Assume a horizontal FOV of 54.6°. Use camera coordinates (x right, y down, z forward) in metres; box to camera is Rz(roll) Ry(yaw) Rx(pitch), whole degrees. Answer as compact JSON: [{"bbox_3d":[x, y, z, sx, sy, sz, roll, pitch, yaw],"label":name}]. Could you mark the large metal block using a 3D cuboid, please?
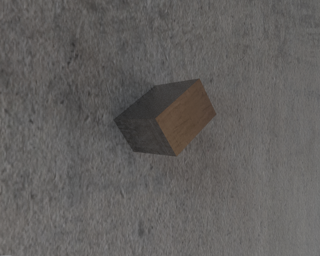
[{"bbox_3d":[0.006,-0.013,0.373,0.080,0.080,0.050,-43,116,-31],"label":"large metal block"}]
